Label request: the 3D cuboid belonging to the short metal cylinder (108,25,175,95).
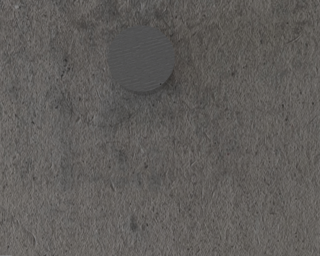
[{"bbox_3d":[-0.022,-0.084,0.397,0.080,0.050,0.080,0,90,0],"label":"short metal cylinder"}]
